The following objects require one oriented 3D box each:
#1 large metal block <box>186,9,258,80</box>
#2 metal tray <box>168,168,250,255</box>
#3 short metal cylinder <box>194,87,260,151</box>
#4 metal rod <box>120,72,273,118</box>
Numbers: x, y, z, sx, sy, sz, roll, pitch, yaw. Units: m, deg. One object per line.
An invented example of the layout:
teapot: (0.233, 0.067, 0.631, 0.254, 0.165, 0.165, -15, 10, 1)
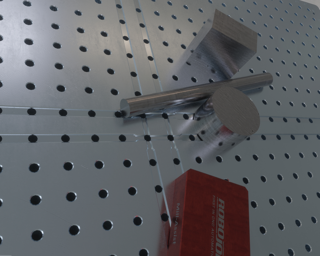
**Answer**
large metal block: (0.100, -0.132, 0.507, 0.080, 0.080, 0.050, 25, 53, -13)
metal tray: (0.059, 0.122, 0.363, 0.091, 0.030, 0.130, 20, 54, -16)
short metal cylinder: (0.097, -0.013, 0.453, 0.081, 0.050, 0.080, 14, 56, -21)
metal rod: (0.076, -0.058, 0.484, 0.303, 0.025, 0.025, -15, 70, -34)
